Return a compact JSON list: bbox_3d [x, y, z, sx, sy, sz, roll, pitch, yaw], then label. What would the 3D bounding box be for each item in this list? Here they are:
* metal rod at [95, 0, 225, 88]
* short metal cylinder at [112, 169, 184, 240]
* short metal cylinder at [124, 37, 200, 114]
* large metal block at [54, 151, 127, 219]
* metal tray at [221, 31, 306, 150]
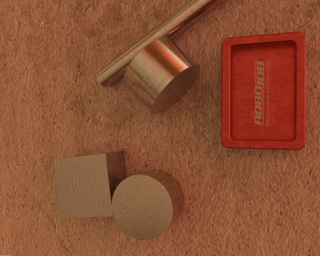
[{"bbox_3d":[0.038,-0.146,0.395,0.300,0.025,0.025,-33,80,16],"label":"metal rod"},{"bbox_3d":[-0.014,0.097,0.401,0.080,0.050,0.079,0,90,19],"label":"short metal cylinder"},{"bbox_3d":[0.003,-0.062,0.379,0.050,0.080,0.080,46,104,14],"label":"short metal cylinder"},{"bbox_3d":[-0.093,0.077,0.428,0.080,0.050,0.080,-8,87,20],"label":"large metal block"},{"bbox_3d":[0.120,-0.041,0.363,0.090,0.030,0.129,0,90,19],"label":"metal tray"}]
